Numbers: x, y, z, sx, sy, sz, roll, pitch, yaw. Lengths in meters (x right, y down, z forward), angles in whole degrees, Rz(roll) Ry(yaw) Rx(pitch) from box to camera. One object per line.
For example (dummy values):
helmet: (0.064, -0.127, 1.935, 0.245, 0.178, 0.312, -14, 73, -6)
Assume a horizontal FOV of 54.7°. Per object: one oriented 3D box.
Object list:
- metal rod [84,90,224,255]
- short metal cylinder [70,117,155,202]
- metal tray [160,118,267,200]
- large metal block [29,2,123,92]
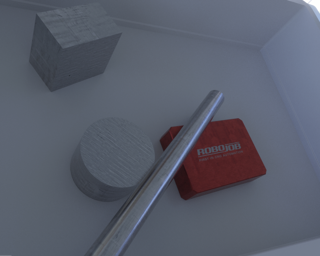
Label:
metal rod: (0.013, 0.034, 0.338, 0.025, 0.025, 0.301, 41, 43, 0)
short metal cylinder: (-0.053, 0.035, 0.341, 0.081, 0.050, 0.080, 14, 56, -21)
metal tray: (0.074, 0.038, 0.421, 0.131, 0.030, 0.090, -7, 66, -32)
large metal block: (-0.104, -0.098, 0.375, 0.081, 0.080, 0.050, -30, 79, -38)
